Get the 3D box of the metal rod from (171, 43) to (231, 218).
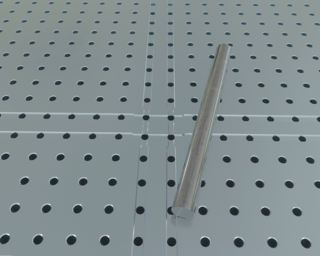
[{"bbox_3d":[0.066,-0.020,0.424,0.025,0.025,0.300,12,51,10],"label":"metal rod"}]
